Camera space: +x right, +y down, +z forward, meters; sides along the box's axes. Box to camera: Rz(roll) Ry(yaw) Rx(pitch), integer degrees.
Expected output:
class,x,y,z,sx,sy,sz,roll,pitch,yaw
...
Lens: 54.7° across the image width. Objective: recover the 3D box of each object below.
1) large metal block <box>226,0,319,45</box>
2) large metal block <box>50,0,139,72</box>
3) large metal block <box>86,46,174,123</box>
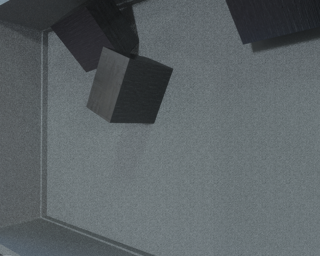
class,x,y,z,sx,sy,sz,roll,pitch,yaw
large metal block,0.105,-0.131,0.277,0.080,0.050,0.080,-4,131,40
large metal block,-0.091,-0.134,0.439,0.080,0.050,0.080,-8,129,40
large metal block,-0.038,-0.053,0.403,0.050,0.081,0.079,31,110,35
